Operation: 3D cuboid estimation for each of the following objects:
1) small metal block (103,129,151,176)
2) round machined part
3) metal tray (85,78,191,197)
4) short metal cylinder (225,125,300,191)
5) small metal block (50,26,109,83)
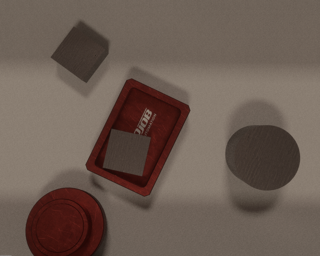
[{"bbox_3d":[-0.041,0.030,0.398,0.050,0.025,0.050,13,90,-1],"label":"small metal block"},{"bbox_3d":[-0.120,0.124,0.389,0.099,0.042,0.098,0,74,-1],"label":"round machined part"},{"bbox_3d":[-0.028,0.012,0.408,0.090,0.030,0.129,26,90,-1],"label":"metal tray"},{"bbox_3d":[0.130,0.036,0.401,0.081,0.050,0.079,0,90,-1],"label":"short metal cylinder"},{"bbox_3d":[-0.105,-0.096,0.410,0.050,0.025,0.050,36,90,-1],"label":"small metal block"}]
